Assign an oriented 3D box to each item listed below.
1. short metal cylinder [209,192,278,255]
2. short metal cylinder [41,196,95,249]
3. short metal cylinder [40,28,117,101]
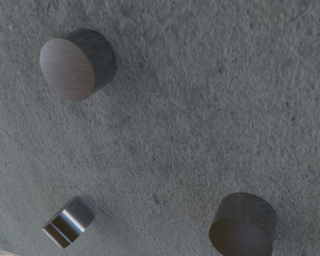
[{"bbox_3d":[0.112,0.134,0.414,0.080,0.050,0.079,13,124,20],"label":"short metal cylinder"},{"bbox_3d":[-0.165,0.170,0.561,0.050,0.080,0.080,48,129,-6],"label":"short metal cylinder"},{"bbox_3d":[-0.102,-0.080,0.393,0.080,0.050,0.079,13,124,20],"label":"short metal cylinder"}]
